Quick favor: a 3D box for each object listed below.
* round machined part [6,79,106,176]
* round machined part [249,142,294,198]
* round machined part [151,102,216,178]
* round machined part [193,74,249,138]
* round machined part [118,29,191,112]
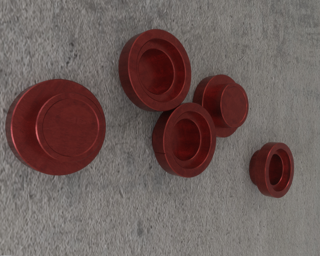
[{"bbox_3d":[-0.097,-0.001,0.312,0.099,0.042,0.097,0,90,-40],"label":"round machined part"},{"bbox_3d":[0.198,0.074,0.560,0.099,0.042,0.097,0,90,-40],"label":"round machined part"},{"bbox_3d":[0.028,0.015,0.416,0.099,0.042,0.097,-1,92,-41],"label":"round machined part"},{"bbox_3d":[0.099,-0.034,0.477,0.099,0.042,0.097,0,90,-40],"label":"round machined part"},{"bbox_3d":[-0.010,-0.069,0.385,0.099,0.042,0.097,0,90,-40],"label":"round machined part"}]
